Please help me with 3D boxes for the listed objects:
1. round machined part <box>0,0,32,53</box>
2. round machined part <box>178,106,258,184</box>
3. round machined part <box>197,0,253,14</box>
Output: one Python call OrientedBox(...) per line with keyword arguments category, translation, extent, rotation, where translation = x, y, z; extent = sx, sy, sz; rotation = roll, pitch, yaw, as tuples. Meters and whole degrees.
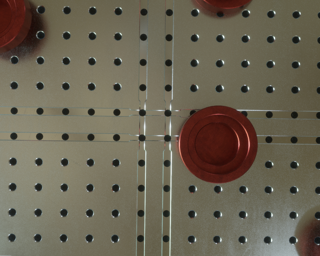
OrientedBox(category="round machined part", translation=(-0.216, -0.144, 0.402), extent=(0.099, 0.042, 0.097), rotation=(0, 90, -1))
OrientedBox(category="round machined part", translation=(0.073, 0.021, 0.406), extent=(0.099, 0.042, 0.097), rotation=(0, 90, -1))
OrientedBox(category="round machined part", translation=(0.089, -0.206, 0.406), extent=(0.099, 0.042, 0.097), rotation=(0, 90, -1))
